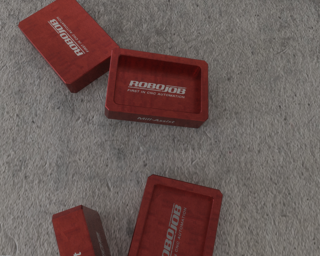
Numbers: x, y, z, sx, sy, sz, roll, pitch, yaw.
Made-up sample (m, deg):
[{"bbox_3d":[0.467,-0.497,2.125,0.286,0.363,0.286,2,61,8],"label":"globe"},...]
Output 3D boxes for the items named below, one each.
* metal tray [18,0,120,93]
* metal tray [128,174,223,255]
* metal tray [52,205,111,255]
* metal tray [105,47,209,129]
[{"bbox_3d":[-0.129,-0.125,0.450,0.090,0.030,0.130,-38,75,-13],"label":"metal tray"},{"bbox_3d":[0.015,0.128,0.358,0.090,0.030,0.130,13,70,4],"label":"metal tray"},{"bbox_3d":[-0.068,0.150,0.318,0.030,0.090,0.130,-19,71,-7],"label":"metal tray"},{"bbox_3d":[-0.003,-0.052,0.411,0.131,0.030,0.090,6,70,-10],"label":"metal tray"}]
